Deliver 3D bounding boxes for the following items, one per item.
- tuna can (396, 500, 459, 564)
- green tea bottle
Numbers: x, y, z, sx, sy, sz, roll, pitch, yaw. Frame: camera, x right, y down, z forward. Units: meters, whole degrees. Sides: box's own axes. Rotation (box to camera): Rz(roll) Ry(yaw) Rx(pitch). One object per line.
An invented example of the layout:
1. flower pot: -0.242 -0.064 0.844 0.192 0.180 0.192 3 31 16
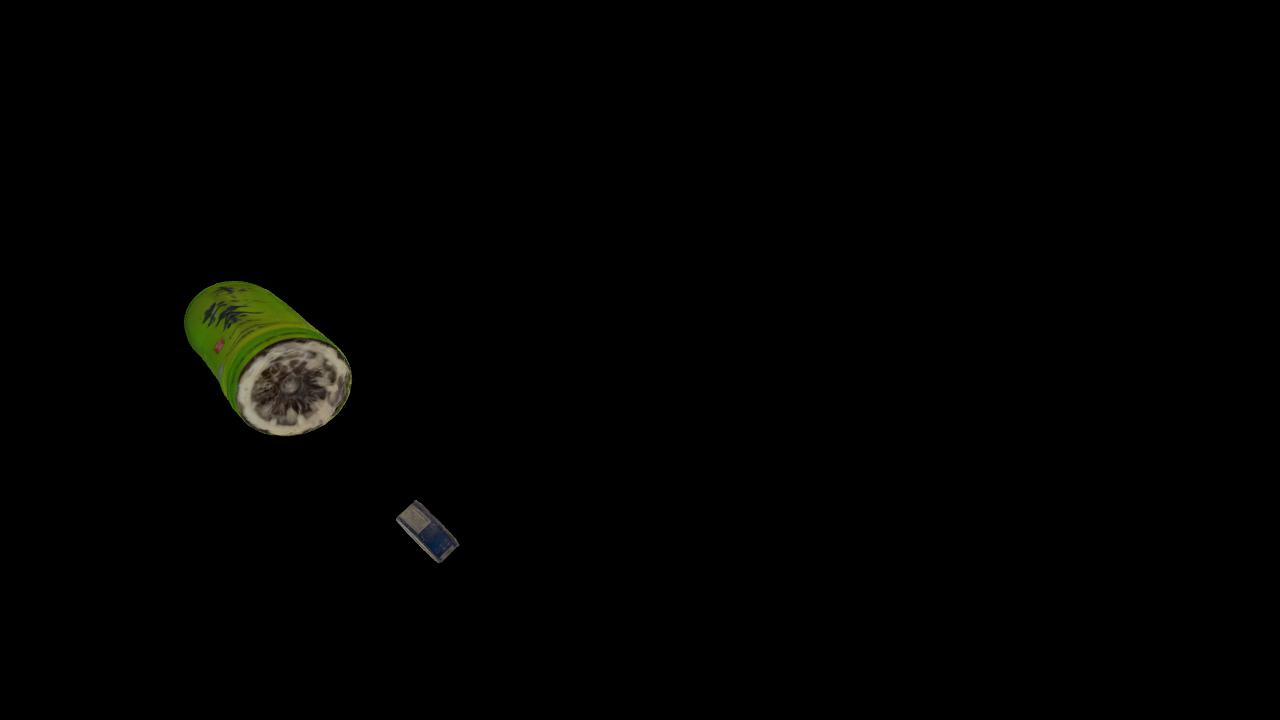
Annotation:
1. tuna can: -0.277 0.225 0.802 0.034 0.084 0.084 -45 24 -27
2. green tea bottle: -0.283 -0.014 0.451 0.073 0.073 0.212 0 17 -45
